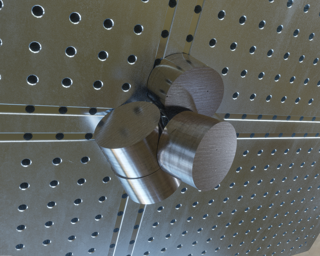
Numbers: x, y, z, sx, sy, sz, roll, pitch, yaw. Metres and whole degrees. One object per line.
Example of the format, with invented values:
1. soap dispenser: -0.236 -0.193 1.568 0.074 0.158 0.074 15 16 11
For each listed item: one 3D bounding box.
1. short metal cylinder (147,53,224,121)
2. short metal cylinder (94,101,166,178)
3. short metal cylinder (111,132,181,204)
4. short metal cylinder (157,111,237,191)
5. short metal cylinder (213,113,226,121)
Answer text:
1. short metal cylinder: 0.031 -0.046 0.384 0.081 0.050 0.079 -14 125 -21
2. short metal cylinder: -0.030 0.013 0.368 0.080 0.080 0.050 -30 129 -10
3. short metal cylinder: -0.016 0.050 0.399 0.080 0.080 0.050 -30 129 -10
4. short metal cylinder: 0.043 0.025 0.352 0.081 0.050 0.079 -20 120 -41
5. short metal cylinder: 0.055 0.012 0.434 0.081 0.050 0.079 -14 125 -21
